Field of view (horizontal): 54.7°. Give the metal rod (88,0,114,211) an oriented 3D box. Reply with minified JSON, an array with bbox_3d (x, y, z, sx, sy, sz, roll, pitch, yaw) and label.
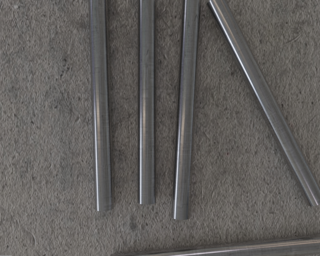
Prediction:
[{"bbox_3d":[-0.078,-0.043,0.409,0.025,0.025,0.298,-2,90,0],"label":"metal rod"}]

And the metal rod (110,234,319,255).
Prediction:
[{"bbox_3d":[0.086,0.165,0.410,0.302,0.025,0.025,-5,90,0],"label":"metal rod"}]

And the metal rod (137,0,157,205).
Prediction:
[{"bbox_3d":[-0.017,-0.051,0.409,0.025,0.025,0.298,0,90,0],"label":"metal rod"}]

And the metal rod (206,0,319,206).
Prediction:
[{"bbox_3d":[0.140,-0.036,0.410,0.025,0.025,0.299,-27,90,0],"label":"metal rod"}]

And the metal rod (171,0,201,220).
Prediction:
[{"bbox_3d":[0.035,-0.031,0.409,0.025,0.025,0.298,3,90,0],"label":"metal rod"}]
